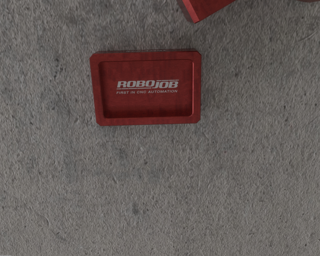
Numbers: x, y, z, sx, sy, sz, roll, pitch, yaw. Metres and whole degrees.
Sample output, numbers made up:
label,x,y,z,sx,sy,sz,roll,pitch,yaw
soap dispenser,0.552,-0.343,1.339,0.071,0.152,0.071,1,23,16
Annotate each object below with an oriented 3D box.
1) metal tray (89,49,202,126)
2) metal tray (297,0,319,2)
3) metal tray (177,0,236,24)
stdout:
label,x,y,z,sx,sy,sz,roll,pitch,yaw
metal tray,-0.016,-0.051,0.387,0.131,0.030,0.089,-2,110,0
metal tray,0.114,-0.156,0.303,0.131,0.090,0.030,10,106,-8
metal tray,0.082,-0.155,0.318,0.130,0.090,0.030,-28,108,10
